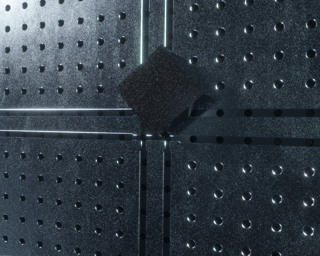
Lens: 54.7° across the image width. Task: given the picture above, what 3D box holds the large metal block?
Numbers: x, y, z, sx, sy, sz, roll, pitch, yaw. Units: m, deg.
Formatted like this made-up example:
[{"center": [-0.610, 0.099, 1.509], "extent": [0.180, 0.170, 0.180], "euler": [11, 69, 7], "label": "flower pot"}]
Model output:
[{"center": [0.006, -0.045, 0.397], "extent": [0.080, 0.050, 0.080], "euler": [-41, 77, 15], "label": "large metal block"}]
